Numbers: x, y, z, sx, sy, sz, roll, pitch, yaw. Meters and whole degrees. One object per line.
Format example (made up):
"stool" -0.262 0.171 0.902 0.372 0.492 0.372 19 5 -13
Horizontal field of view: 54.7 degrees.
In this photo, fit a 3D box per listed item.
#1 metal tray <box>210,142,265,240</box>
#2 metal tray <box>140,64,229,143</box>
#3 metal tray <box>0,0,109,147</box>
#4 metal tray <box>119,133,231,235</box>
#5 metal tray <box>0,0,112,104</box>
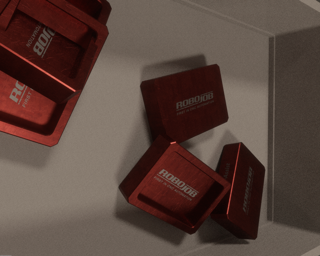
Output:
"metal tray" 0.129 0.100 0.497 0.090 0.030 0.130 42 52 -32
"metal tray" 0.040 -0.035 0.439 0.131 0.030 0.089 -21 104 -38
"metal tray" -0.115 -0.057 0.286 0.090 0.030 0.129 25 89 -37
"metal tray" 0.024 0.077 0.404 0.130 0.030 0.090 38 90 -34
"metal tray" -0.102 -0.098 0.287 0.090 0.030 0.130 34 48 -32
